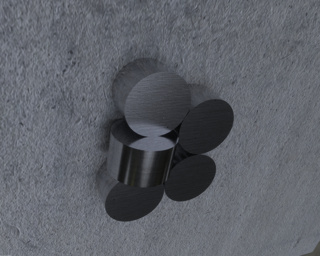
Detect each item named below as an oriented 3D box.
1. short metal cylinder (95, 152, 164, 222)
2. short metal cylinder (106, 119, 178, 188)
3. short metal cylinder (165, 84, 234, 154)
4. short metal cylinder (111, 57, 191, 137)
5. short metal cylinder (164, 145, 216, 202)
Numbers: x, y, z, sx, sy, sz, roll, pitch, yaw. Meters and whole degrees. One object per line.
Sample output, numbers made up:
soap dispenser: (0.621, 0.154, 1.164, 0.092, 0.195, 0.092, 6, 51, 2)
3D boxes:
short metal cylinder: (-0.041, 0.078, 0.418, 0.081, 0.050, 0.079, -13, 124, -20)
short metal cylinder: (-0.022, 0.027, 0.377, 0.081, 0.080, 0.050, -3, 120, -27)
short metal cylinder: (0.049, -0.012, 0.411, 0.081, 0.050, 0.079, -14, 125, -21)
short metal cylinder: (-0.011, -0.036, 0.363, 0.081, 0.050, 0.079, -13, 124, -20)
short metal cylinder: (0.032, 0.058, 0.445, 0.081, 0.050, 0.079, -13, 124, -20)
